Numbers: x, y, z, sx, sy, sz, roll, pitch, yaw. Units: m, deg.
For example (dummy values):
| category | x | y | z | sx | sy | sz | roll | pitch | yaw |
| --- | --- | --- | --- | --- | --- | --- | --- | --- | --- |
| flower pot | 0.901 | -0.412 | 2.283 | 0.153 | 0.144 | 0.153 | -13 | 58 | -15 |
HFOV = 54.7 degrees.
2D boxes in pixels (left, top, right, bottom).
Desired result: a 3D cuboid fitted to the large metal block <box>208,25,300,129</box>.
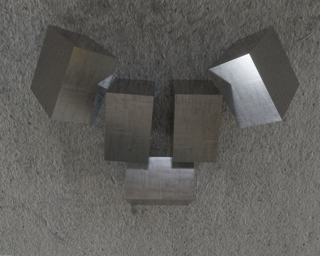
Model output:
| category | x | y | z | sx | sy | sz | roll | pitch | yaw |
| --- | --- | --- | --- | --- | --- | --- | --- | --- | --- |
| large metal block | 0.111 | -0.058 | 0.355 | 0.050 | 0.080 | 0.080 | -15 | 114 | 45 |

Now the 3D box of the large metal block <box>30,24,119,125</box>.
| category | x | y | z | sx | sy | sz | roll | pitch | yaw |
| --- | --- | --- | --- | --- | --- | --- | --- | --- | --- |
| large metal block | -0.100 | -0.060 | 0.349 | 0.050 | 0.080 | 0.079 | 7 | 115 | -42 |

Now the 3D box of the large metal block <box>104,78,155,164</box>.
| category | x | y | z | sx | sy | sz | roll | pitch | yaw |
| --- | --- | --- | --- | --- | --- | --- | --- | --- | --- |
| large metal block | -0.035 | -0.012 | 0.377 | 0.050 | 0.080 | 0.079 | 5 | 110 | -2 |

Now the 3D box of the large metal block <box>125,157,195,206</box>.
| category | x | y | z | sx | sy | sz | roll | pitch | yaw |
| --- | --- | --- | --- | --- | --- | --- | --- | --- | --- |
| large metal block | 0.000 | 0.071 | 0.401 | 0.081 | 0.080 | 0.050 | 1 | 71 | -1 |

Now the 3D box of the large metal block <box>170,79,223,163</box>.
| category | x | y | z | sx | sy | sz | roll | pitch | yaw |
| --- | --- | --- | --- | --- | --- | --- | --- | --- | --- |
| large metal block | 0.040 | -0.012 | 0.378 | 0.050 | 0.080 | 0.079 | 1 | 110 | -1 |
